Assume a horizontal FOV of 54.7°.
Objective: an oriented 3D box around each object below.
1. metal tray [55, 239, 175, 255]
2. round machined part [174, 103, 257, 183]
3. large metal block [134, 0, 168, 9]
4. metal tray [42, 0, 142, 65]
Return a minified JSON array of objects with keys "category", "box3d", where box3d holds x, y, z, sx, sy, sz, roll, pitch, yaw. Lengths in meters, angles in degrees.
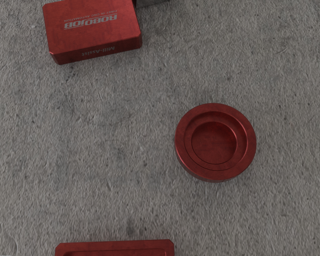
[{"category":"metal tray","box3d":[-0.049,0.172,0.341,0.131,0.030,0.090,-2,70,-1]},{"category":"round machined part","box3d":[0.067,0.021,0.392,0.099,0.042,0.098,0,70,0]},{"category":"large metal block","box3d":[-0.014,-0.241,0.477,0.081,0.050,0.080,-21,71,-16]},{"category":"metal tray","box3d":[-0.100,-0.151,0.460,0.131,0.030,0.090,-13,71,-5]}]
